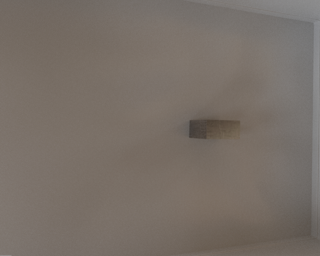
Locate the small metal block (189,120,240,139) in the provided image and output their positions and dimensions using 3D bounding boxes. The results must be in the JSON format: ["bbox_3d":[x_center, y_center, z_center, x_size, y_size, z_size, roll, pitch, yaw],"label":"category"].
[{"bbox_3d":[0.074,0.002,0.426,0.050,0.050,0.025,1,90,-20],"label":"small metal block"}]
